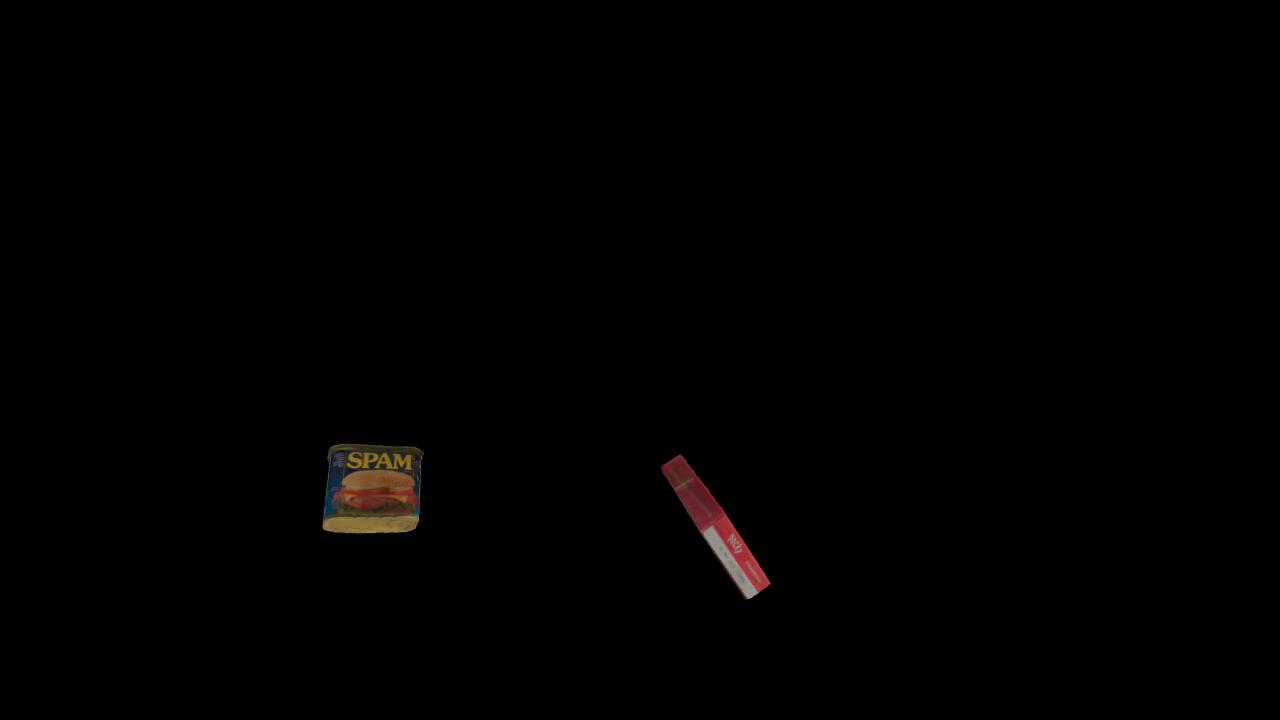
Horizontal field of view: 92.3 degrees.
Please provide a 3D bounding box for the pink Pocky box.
[{"bbox_3d":[0.068,0.155,0.596,0.029,0.084,0.155,-33,15,-3],"label":"pink Pocky box"}]

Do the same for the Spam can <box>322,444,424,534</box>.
[{"bbox_3d":[-0.299,0.146,0.692,0.101,0.085,0.058,7,-35,-26],"label":"Spam can"}]
